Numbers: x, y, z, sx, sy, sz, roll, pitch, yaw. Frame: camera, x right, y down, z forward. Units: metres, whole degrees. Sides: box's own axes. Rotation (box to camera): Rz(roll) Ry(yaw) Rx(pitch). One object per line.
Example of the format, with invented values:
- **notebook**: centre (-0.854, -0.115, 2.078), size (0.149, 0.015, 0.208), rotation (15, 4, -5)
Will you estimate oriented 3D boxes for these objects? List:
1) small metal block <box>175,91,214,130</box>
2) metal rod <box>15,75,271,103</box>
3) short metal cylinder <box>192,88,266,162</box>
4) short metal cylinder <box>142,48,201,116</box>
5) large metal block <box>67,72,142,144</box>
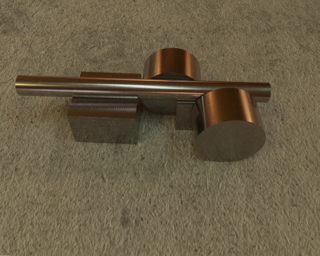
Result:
- **small metal block**: centre (0.046, -0.022, 0.406), size (0.050, 0.050, 0.025), rotation (1, 50, 0)
- **metal rod**: centre (-0.019, -0.048, 0.378), size (0.302, 0.025, 0.025), rotation (2, 50, -1)
- **short metal cylinder**: centre (0.080, -0.002, 0.371), size (0.081, 0.080, 0.050), rotation (0, 50, -1)
- **short metal cylinder**: centre (0.016, -0.061, 0.421), size (0.081, 0.080, 0.050), rotation (2, 50, 1)
- **large metal block**: centre (-0.067, -0.027, 0.407), size (0.081, 0.050, 0.080), rotation (3, 50, 1)
